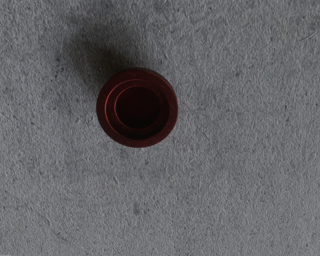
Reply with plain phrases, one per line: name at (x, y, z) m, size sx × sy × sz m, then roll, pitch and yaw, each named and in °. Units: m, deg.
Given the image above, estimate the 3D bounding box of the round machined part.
round machined part at (-0.027, -0.028, 0.390) m, size 0.099 × 0.042 × 0.097 m, roll 0°, pitch 110°, yaw 0°
